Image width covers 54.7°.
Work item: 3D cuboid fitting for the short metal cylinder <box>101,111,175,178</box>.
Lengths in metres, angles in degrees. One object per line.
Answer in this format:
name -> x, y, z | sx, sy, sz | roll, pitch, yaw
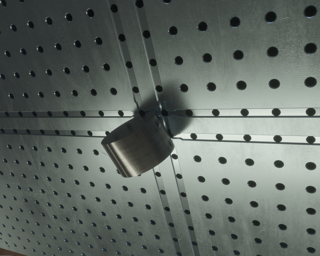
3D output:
short metal cylinder -> -0.028, 0.020, 0.401 | 0.080, 0.080, 0.050 | -19, 108, 35
